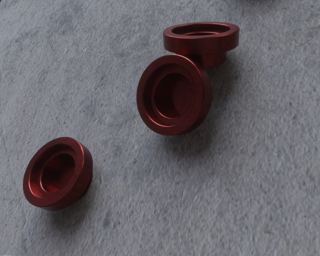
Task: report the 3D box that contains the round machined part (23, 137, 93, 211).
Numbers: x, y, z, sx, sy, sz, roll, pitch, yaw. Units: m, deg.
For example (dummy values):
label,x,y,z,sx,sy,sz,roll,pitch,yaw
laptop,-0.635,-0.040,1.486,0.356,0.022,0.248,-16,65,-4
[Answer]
label,x,y,z,sx,sy,sz,roll,pitch,yaw
round machined part,-0.132,0.065,0.421,0.098,0.042,0.098,-13,56,20

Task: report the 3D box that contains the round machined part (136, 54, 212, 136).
label,x,y,z,sx,sy,sz,roll,pitch,yaw
round machined part,0.021,-0.040,0.388,0.098,0.042,0.097,0,90,35

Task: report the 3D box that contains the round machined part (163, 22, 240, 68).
label,x,y,z,sx,sy,sz,roll,pitch,yaw
round machined part,0.054,-0.110,0.412,0.099,0.042,0.098,-3,29,2
